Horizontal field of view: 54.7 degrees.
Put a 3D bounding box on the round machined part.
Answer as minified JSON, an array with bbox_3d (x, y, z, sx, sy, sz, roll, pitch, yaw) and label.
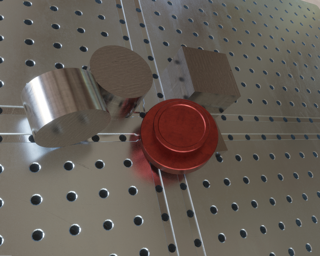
[{"bbox_3d":[0.025,0.005,0.386,0.099,0.042,0.098,2,65,-4],"label":"round machined part"}]

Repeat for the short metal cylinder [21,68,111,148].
[{"bbox_3d":[-0.099,-0.020,0.331,0.081,0.080,0.050,-13,68,-33],"label":"short metal cylinder"}]

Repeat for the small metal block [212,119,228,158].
[{"bbox_3d":[0.059,0.016,0.430,0.050,0.025,0.050,-5,64,-30],"label":"small metal block"}]

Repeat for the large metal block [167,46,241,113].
[{"bbox_3d":[0.065,-0.071,0.470,0.081,0.050,0.080,2,61,-27],"label":"large metal block"}]

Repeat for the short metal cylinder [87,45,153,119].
[{"bbox_3d":[-0.056,-0.058,0.397,0.081,0.050,0.080,14,56,-21],"label":"short metal cylinder"}]
